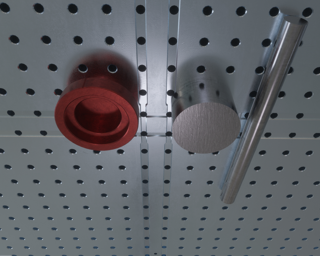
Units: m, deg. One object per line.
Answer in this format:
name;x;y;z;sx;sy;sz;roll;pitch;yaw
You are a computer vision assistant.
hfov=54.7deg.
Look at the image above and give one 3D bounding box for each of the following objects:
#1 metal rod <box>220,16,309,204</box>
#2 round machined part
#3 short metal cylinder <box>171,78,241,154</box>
metal rod;0.125;0.002;0.414;0.025;0.025;0.298;4;130;-4
round machined part;-0.075;-0.021;0.382;0.099;0.042;0.097;0;130;0
short metal cylinder;0.054;-0.014;0.384;0.081;0.050;0.079;0;130;0
